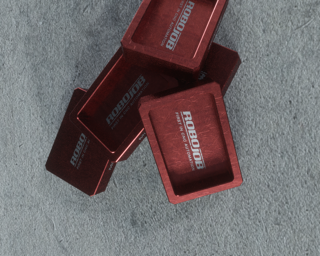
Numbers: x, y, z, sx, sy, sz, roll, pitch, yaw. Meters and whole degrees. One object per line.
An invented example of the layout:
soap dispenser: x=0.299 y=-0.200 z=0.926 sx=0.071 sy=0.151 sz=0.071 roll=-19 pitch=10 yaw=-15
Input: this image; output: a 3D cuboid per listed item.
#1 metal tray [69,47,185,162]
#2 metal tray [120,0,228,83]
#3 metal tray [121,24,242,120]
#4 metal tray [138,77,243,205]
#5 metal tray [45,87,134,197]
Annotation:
metal tray: x=-0.043 y=-0.032 z=0.390 sx=0.090 sy=0.030 sz=0.130 roll=43 pitch=103 yaw=14
metal tray: x=0.021 y=-0.125 z=0.363 sx=0.090 sy=0.030 sz=0.130 roll=20 pitch=69 yaw=8
metal tray: x=0.025 y=-0.076 z=0.398 sx=0.130 sy=0.030 sz=0.090 roll=28 pitch=99 yaw=17
metal tray: x=0.036 y=0.017 z=0.358 sx=0.090 sy=0.030 sz=0.129 roll=-17 pitch=109 yaw=2
metal tray: x=-0.100 y=0.019 z=0.441 sx=0.090 sy=0.030 sz=0.129 roll=26 pitch=98 yaw=17
